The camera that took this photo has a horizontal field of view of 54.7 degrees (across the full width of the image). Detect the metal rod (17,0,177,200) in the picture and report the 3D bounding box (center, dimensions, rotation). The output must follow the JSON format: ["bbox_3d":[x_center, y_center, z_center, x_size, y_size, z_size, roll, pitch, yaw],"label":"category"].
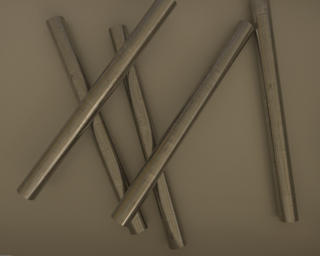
[{"bbox_3d":[-0.077,-0.039,0.384,0.025,0.025,0.299,36,90,-1],"label":"metal rod"}]

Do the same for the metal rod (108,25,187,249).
[{"bbox_3d":[-0.016,0.012,0.411,0.025,0.025,0.298,-16,90,0],"label":"metal rod"}]

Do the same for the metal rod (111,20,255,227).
[{"bbox_3d":[0.033,-0.011,0.394,0.025,0.025,0.300,34,83,-1],"label":"metal rod"}]

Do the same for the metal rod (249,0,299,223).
[{"bbox_3d":[0.152,-0.026,0.413,0.025,0.025,0.298,-8,90,0],"label":"metal rod"}]

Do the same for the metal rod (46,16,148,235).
[{"bbox_3d":[-0.083,-0.003,0.410,0.025,0.025,0.299,-22,90,0],"label":"metal rod"}]
